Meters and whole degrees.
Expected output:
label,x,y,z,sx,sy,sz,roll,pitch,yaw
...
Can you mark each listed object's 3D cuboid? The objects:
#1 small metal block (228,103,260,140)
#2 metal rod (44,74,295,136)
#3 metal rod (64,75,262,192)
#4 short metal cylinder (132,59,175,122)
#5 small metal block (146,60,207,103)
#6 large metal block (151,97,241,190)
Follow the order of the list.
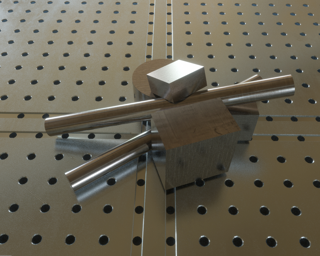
label,x,y,z,sx,sy,sz,roll,pitch,yaw
small metal block,0.094,-0.009,0.395,0.050,0.050,0.025,-1,50,1
metal rod,0.004,-0.025,0.378,0.301,0.025,0.025,-9,50,9
metal rod,0.022,-0.003,0.407,0.302,0.025,0.025,-28,55,-22
short metal cylinder,0.003,-0.051,0.430,0.081,0.050,0.080,0,49,0
small metal block,0.020,-0.058,0.376,0.050,0.025,0.050,-29,33,-22
large metal block,0.036,0.019,0.350,0.081,0.080,0.050,-14,52,-12
